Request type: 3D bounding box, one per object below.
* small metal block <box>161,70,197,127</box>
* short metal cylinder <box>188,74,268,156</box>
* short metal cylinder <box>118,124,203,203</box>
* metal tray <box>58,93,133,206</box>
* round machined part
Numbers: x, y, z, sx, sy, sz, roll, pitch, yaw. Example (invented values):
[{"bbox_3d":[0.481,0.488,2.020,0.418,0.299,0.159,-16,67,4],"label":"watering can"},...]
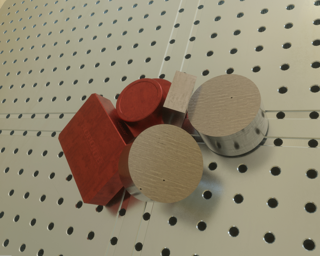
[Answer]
[{"bbox_3d":[0.022,-0.032,0.372,0.025,0.050,0.050,18,67,5],"label":"small metal block"},{"bbox_3d":[0.078,-0.015,0.355,0.080,0.050,0.080,-13,56,21],"label":"short metal cylinder"},{"bbox_3d":[-0.001,0.040,0.336,0.080,0.080,0.050,-67,12,-19],"label":"short metal cylinder"},{"bbox_3d":[-0.082,0.025,0.413,0.090,0.030,0.130,-48,50,14],"label":"metal tray"},{"bbox_3d":[-0.020,-0.029,0.420,0.098,0.042,0.098,-13,56,21],"label":"round machined part"}]
